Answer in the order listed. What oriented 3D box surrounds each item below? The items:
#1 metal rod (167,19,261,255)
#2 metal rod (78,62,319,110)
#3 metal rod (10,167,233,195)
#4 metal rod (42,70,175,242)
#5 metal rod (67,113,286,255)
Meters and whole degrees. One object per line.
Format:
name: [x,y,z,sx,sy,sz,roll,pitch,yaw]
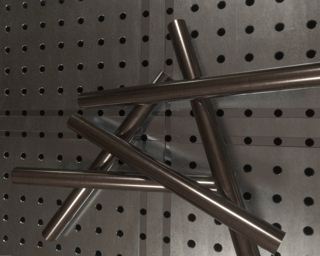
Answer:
metal rod: [0.060,0.006,0.372,0.025,0.025,0.299,-20,77,18]
metal rod: [0.024,-0.044,0.366,0.300,0.025,0.025,-3,89,29]
metal rod: [-0.056,0.070,0.410,0.301,0.025,0.025,1,90,11]
metal rod: [-0.078,0.047,0.438,0.025,0.025,0.299,41,102,15]
metal rod: [-0.002,0.052,0.370,0.300,0.025,0.025,27,99,27]
